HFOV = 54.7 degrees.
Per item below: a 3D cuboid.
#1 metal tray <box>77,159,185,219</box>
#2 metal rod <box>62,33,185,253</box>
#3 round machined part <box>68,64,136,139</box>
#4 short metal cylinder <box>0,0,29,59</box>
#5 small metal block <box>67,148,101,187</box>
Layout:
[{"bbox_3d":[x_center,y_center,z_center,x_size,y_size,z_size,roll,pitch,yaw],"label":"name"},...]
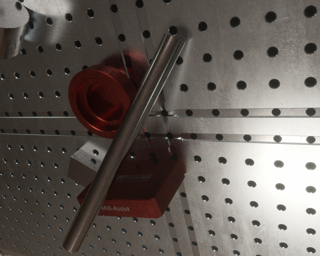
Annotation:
[{"bbox_3d":[-0.041,0.084,0.440,0.130,0.090,0.030,-7,115,31],"label":"metal tray"},{"bbox_3d":[-0.051,0.029,0.378,0.025,0.025,0.298,30,104,9],"label":"metal rod"},{"bbox_3d":[-0.068,-0.038,0.411,0.098,0.042,0.097,13,124,20],"label":"round machined part"},{"bbox_3d":[-0.219,-0.136,0.404,0.080,0.080,0.050,38,129,2],"label":"short metal cylinder"},{"bbox_3d":[-0.124,0.070,0.518,0.050,0.025,0.050,29,128,9],"label":"small metal block"}]
